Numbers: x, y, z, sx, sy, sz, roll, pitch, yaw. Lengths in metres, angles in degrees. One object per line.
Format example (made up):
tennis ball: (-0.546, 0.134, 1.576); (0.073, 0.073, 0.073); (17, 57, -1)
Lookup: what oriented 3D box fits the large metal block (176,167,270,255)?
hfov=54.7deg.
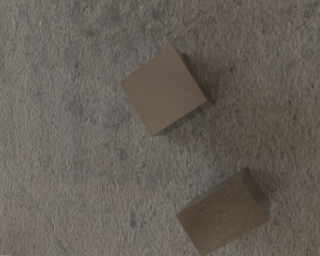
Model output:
large metal block: (0.075, 0.091, 0.353); (0.080, 0.080, 0.050); (-35, 79, 16)

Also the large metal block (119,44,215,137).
large metal block: (0.010, -0.044, 0.391); (0.080, 0.050, 0.080); (-33, 80, 16)
